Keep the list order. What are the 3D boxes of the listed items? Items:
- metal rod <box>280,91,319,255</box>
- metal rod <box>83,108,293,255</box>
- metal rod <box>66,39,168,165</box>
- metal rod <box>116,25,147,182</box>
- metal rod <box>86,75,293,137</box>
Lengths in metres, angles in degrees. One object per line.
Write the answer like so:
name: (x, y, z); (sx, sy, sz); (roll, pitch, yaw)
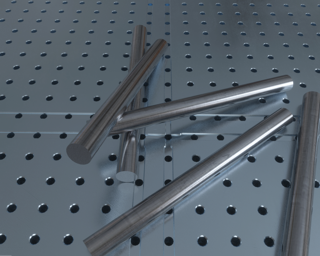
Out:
metal rod: (0.164, 0.063, 0.356); (0.025, 0.025, 0.301); (17, 52, 13)
metal rod: (0.051, 0.053, 0.363); (0.302, 0.025, 0.025); (-30, 56, -23)
metal rod: (-0.037, -0.058, 0.406); (0.025, 0.025, 0.301); (12, 36, 10)
metal rod: (-0.037, -0.058, 0.455); (0.025, 0.025, 0.300); (1, 50, 0)
metal rod: (0.054, -0.032, 0.415); (0.302, 0.025, 0.025); (-15, 52, -20)
